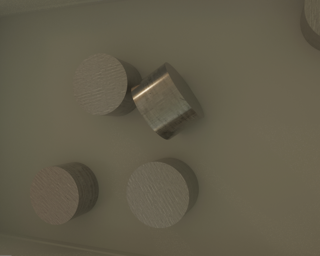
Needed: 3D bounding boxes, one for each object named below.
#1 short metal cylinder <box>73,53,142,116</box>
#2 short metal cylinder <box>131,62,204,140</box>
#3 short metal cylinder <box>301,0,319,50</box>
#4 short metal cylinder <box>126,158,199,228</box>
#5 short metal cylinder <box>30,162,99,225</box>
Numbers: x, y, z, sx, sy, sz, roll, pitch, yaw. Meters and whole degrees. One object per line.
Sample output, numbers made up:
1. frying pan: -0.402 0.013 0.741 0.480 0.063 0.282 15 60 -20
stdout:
1. short metal cylinder: -0.070 -0.056 0.422 0.080 0.050 0.080 0 90 20
2. short metal cylinder: 0.010 -0.032 0.378 0.050 0.080 0.080 -34 79 17
3. short metal cylinder: 0.195 -0.124 0.328 0.080 0.050 0.080 0 90 20
4. short metal cylinder: 0.005 0.080 0.396 0.080 0.050 0.080 0 90 20
5. short metal cylinder: -0.136 0.092 0.445 0.080 0.050 0.080 0 90 20
